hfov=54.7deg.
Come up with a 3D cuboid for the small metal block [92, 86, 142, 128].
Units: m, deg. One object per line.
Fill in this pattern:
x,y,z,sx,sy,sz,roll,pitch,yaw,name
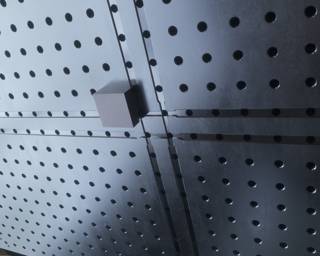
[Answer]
-0.057,-0.028,0.422,0.050,0.025,0.050,1,119,27,small metal block
